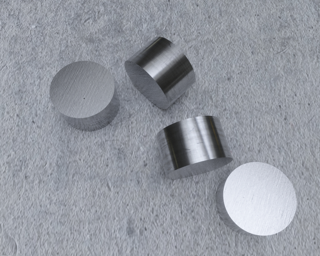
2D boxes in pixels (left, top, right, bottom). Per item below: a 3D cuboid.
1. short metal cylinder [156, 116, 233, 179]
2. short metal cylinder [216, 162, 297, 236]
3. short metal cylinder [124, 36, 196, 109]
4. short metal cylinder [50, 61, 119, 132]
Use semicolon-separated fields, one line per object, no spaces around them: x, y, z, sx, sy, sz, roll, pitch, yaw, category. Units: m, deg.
0.040;0.025;0.370;0.081;0.080;0.050;-13;71;-5;short metal cylinder
0.110;0.085;0.364;0.081;0.050;0.080;0;70;0;short metal cylinder
0.000;-0.071;0.405;0.080;0.080;0.050;43;76;14;short metal cylinder
-0.097;-0.041;0.409;0.081;0.050;0.080;0;70;0;short metal cylinder
